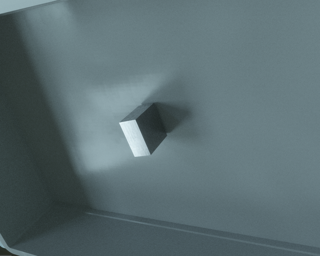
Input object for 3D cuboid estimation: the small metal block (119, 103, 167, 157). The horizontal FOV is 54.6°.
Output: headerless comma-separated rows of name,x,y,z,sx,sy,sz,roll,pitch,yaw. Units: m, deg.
small metal block,-0.020,0.002,0.400,0.025,0.050,0.050,-9,113,32
